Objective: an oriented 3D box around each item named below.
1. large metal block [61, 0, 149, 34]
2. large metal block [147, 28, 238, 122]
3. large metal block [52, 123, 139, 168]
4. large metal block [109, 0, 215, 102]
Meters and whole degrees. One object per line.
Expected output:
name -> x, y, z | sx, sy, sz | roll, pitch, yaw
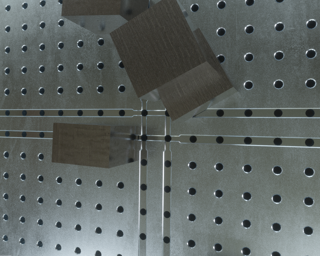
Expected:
large metal block -> -0.068, -0.159, 0.406 | 0.080, 0.080, 0.050 | 6, 92, 19
large metal block -> 0.039, -0.062, 0.385 | 0.080, 0.050, 0.080 | -30, 81, 17
large metal block -> -0.083, 0.020, 0.411 | 0.080, 0.080, 0.050 | 3, 91, 19
large metal block -> 0.004, -0.084, 0.344 | 0.080, 0.050, 0.080 | -27, 81, 17
